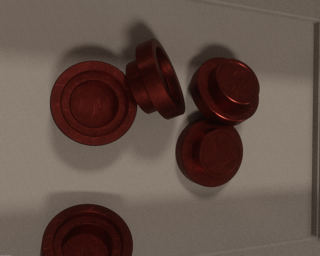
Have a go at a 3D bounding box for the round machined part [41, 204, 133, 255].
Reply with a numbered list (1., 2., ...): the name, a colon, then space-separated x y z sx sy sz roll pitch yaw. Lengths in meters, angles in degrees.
1. round machined part: -0.084 0.140 0.353 0.099 0.098 0.042 7 130 -20

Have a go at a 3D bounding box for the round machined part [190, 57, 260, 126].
1. round machined part: 0.095 -0.055 0.421 0.099 0.042 0.098 9 66 -20

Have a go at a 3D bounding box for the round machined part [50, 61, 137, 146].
1. round machined part: -0.080 -0.028 0.372 0.099 0.042 0.097 0 90 -20

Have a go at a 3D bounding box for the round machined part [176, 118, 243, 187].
1. round machined part: 0.075 0.034 0.431 0.099 0.042 0.097 0 90 -21

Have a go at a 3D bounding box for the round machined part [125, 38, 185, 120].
1. round machined part: -0.007 -0.055 0.380 0.042 0.098 0.098 -20 99 16
